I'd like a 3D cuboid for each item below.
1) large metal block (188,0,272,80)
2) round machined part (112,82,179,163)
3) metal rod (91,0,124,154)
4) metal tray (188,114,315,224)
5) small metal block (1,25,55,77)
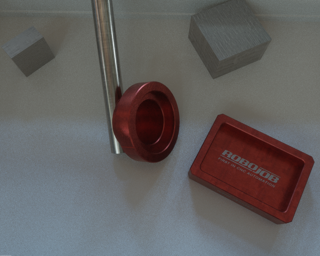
[{"bbox_3d":[0.097,-0.129,0.445,0.080,0.050,0.080,-24,72,-9],"label":"large metal block"},{"bbox_3d":[-0.020,-0.007,0.383,0.042,0.098,0.098,1,66,37],"label":"round machined part"},{"bbox_3d":[-0.066,-0.116,0.377,0.025,0.025,0.298,-7,99,-3],"label":"metal rod"},{"bbox_3d":[0.113,0.050,0.390,0.130,0.030,0.090,27,72,9],"label":"metal tray"},{"bbox_3d":[-0.182,-0.106,0.433,0.050,0.050,0.025,-40,75,-13],"label":"small metal block"}]
